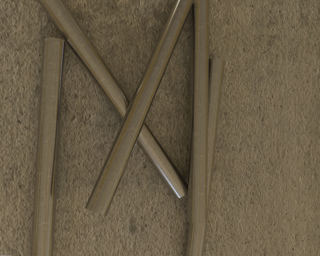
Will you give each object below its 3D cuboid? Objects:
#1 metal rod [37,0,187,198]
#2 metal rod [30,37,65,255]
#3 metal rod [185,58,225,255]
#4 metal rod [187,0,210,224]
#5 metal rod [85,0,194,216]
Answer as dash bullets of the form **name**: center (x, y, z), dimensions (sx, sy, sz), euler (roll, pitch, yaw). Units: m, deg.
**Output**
- **metal rod**: center (-0.051, -0.034, 0.390), dimensions (0.025, 0.025, 0.299), euler (-37, 102, -16)
- **metal rod**: center (-0.132, 0.046, 0.360), dimensions (0.025, 0.025, 0.298), euler (3, 89, -20)
- **metal rod**: center (0.062, 0.053, 0.433), dimensions (0.025, 0.025, 0.298), euler (8, 87, -20)
- **metal rod**: center (0.052, -0.027, 0.417), dimensions (0.025, 0.025, 0.298), euler (4, 84, -20)
- **metal rod**: center (-0.018, -0.042, 0.380), dimensions (0.025, 0.025, 0.299), euler (27, 72, -18)
